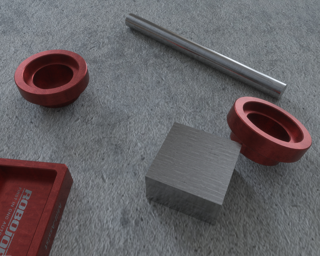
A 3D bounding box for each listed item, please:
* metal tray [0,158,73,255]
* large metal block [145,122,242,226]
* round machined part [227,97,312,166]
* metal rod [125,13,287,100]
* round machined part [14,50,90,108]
[{"bbox_3d":[-0.153,0.095,0.317,0.091,0.030,0.130,5,50,3],"label":"metal tray"},{"bbox_3d":[0.038,0.049,0.346,0.080,0.050,0.080,19,52,14],"label":"large metal block"},{"bbox_3d":[0.125,0.008,0.373,0.099,0.042,0.098,16,35,-11],"label":"round machined part"},{"bbox_3d":[0.062,-0.125,0.509,0.300,0.025,0.025,32,57,24],"label":"metal rod"},{"bbox_3d":[-0.151,-0.067,0.446,0.099,0.042,0.098,0,50,0],"label":"round machined part"}]
